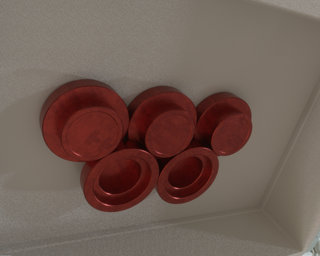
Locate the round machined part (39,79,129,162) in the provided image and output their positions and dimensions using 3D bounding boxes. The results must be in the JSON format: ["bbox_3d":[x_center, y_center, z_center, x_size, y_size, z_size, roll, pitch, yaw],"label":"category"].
[{"bbox_3d":[-0.081,-0.002,0.349,0.099,0.042,0.097,-14,124,-22],"label":"round machined part"}]

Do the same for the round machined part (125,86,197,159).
[{"bbox_3d":[0.005,-0.001,0.397,0.099,0.042,0.097,-13,123,-21],"label":"round machined part"}]

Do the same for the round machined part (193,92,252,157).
[{"bbox_3d":[0.092,0.001,0.445,0.099,0.042,0.097,-13,123,-21],"label":"round machined part"}]

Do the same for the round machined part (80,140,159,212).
[{"bbox_3d":[-0.054,0.057,0.401,0.099,0.042,0.097,-14,124,-21],"label":"round machined part"}]

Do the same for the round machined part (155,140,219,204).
[{"bbox_3d":[0.032,0.059,0.449,0.099,0.042,0.097,-14,124,-21],"label":"round machined part"}]
